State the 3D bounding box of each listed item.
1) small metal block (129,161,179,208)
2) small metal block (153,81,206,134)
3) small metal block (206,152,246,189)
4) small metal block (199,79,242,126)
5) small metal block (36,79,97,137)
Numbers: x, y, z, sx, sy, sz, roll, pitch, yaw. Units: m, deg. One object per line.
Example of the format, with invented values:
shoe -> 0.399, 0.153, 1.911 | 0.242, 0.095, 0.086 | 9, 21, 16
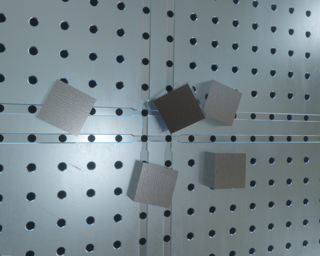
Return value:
small metal block -> -0.008, 0.074, 0.409 | 0.050, 0.025, 0.050 | 16, 85, -19
small metal block -> 0.027, -0.027, 0.410 | 0.050, 0.025, 0.050 | -25, 100, 15
small metal block -> 0.095, 0.060, 0.447 | 0.050, 0.025, 0.050 | 2, 89, -20
small metal block -> 0.083, -0.035, 0.443 | 0.050, 0.025, 0.050 | 22, 83, -19
small metal block -> -0.112, -0.023, 0.371 | 0.050, 0.025, 0.050 | 28, 81, -18
